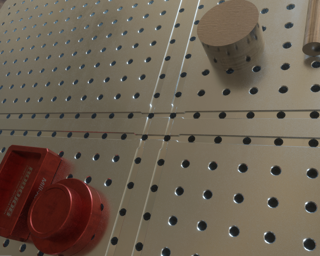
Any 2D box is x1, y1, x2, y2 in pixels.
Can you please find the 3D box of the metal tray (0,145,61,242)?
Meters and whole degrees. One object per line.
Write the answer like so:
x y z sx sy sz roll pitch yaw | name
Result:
-0.212 0.092 0.460 0.090 0.030 0.130 3 63 29 | metal tray

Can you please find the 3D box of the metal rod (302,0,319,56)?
0.226 -0.225 0.427 0.025 0.025 0.300 4 63 30 | metal rod

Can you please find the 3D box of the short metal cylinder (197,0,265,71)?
0.096 -0.125 0.418 0.080 0.050 0.080 -13 56 21 | short metal cylinder

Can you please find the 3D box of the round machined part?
-0.128 0.110 0.397 0.098 0.042 0.098 -13 56 21 | round machined part
